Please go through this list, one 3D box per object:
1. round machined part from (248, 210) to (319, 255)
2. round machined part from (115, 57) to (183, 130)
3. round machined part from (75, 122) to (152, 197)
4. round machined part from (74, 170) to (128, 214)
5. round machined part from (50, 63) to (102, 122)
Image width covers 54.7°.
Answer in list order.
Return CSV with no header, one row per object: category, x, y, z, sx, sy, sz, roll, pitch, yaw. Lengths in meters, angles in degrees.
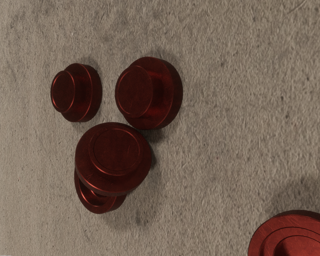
round machined part,0.135,0.123,0.282,0.098,0.042,0.097,0,90,39
round machined part,-0.022,-0.046,0.410,0.098,0.042,0.097,0,90,39
round machined part,-0.058,0.035,0.399,0.098,0.099,0.042,65,155,19
round machined part,-0.080,0.073,0.457,0.098,0.042,0.097,0,90,39
round machined part,-0.143,-0.058,0.509,0.098,0.042,0.097,0,90,39
